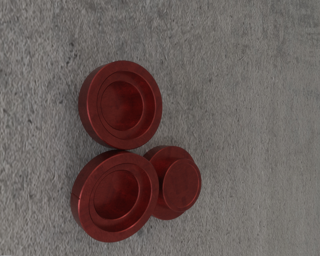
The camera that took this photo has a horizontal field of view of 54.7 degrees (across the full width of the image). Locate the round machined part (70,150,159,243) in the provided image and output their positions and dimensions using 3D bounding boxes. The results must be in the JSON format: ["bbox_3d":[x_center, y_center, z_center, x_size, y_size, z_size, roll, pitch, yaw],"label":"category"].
[{"bbox_3d":[-0.053,0.071,0.344,0.099,0.042,0.097,-8,104,-37],"label":"round machined part"}]

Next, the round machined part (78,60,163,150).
[{"bbox_3d":[-0.048,-0.025,0.353,0.099,0.042,0.097,0,90,-40],"label":"round machined part"}]

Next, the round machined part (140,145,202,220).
[{"bbox_3d":[0.017,0.072,0.407,0.099,0.042,0.097,0,90,-40],"label":"round machined part"}]
